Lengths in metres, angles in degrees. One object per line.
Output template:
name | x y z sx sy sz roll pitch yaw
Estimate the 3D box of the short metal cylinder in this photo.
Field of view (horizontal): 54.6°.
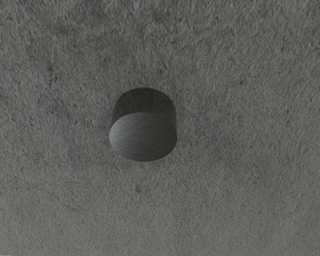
short metal cylinder | -0.020 -0.003 0.387 0.080 0.050 0.080 0 130 0
